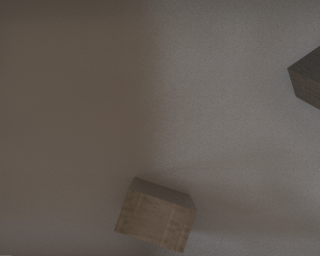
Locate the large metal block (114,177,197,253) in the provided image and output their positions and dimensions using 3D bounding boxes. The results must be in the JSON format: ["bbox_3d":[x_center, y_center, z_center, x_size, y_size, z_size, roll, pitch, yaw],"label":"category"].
[{"bbox_3d":[-0.005,0.103,0.384,0.080,0.080,0.050,18,90,0],"label":"large metal block"}]

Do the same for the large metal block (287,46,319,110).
[{"bbox_3d":[0.221,-0.064,0.378,0.080,0.080,0.050,-34,124,0],"label":"large metal block"}]
